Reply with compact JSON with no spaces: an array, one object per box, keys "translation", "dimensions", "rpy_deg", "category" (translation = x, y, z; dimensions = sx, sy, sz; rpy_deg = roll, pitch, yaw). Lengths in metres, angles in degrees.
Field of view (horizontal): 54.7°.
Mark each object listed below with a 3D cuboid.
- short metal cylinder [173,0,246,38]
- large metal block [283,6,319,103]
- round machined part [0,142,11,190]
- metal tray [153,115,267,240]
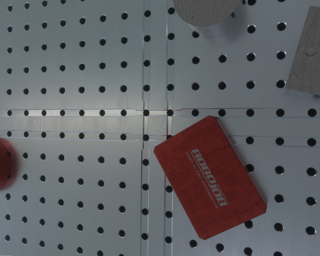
[{"translation":[0.062,-0.156,0.377],"dimensions":[0.080,0.050,0.079],"rpy_deg":[0,90,20],"category":"short metal cylinder"},{"translation":[0.167,-0.070,0.324],"dimensions":[0.050,0.080,0.080],"rpy_deg":[17,96,19],"category":"large metal block"},{"translation":[-0.301,0.064,0.510],"dimensions":[0.098,0.042,0.097],"rpy_deg":[0,90,20],"category":"round machined part"},{"translation":[0.062,0.060,0.388],"dimensions":[0.090,0.030,0.130],"rpy_deg":[-31,80,17],"category":"metal tray"}]
